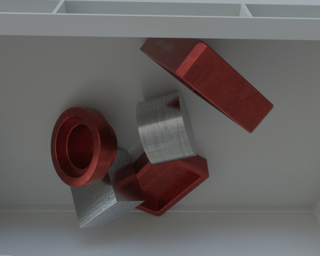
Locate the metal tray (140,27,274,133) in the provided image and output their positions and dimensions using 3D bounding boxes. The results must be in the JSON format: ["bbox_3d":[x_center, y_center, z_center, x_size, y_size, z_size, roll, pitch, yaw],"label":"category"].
[{"bbox_3d":[0.037,-0.051,0.296,0.090,0.130,0.030,34,99,-26],"label":"metal tray"}]

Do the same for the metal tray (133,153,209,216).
[{"bbox_3d":[-0.001,0.079,0.473,0.090,0.030,0.129,28,124,-23],"label":"metal tray"}]

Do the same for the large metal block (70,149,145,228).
[{"bbox_3d":[-0.077,0.084,0.434,0.080,0.080,0.050,-39,148,28],"label":"large metal block"}]

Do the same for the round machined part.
[{"bbox_3d":[-0.092,0.023,0.392,0.098,0.098,0.042,-43,154,29],"label":"round machined part"}]

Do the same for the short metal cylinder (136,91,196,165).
[{"bbox_3d":[0.009,0.000,0.374,0.050,0.080,0.080,-14,129,11],"label":"short metal cylinder"}]
